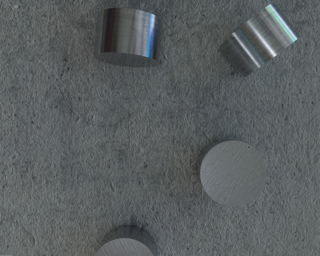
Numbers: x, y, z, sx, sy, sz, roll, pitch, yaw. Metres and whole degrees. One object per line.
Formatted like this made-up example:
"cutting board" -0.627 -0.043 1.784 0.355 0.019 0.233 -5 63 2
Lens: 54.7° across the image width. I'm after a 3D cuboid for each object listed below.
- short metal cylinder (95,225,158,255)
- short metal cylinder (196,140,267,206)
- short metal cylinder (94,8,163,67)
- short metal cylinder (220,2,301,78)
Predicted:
"short metal cylinder" -0.043 0.172 0.397 0.081 0.050 0.080 0 90 0
"short metal cylinder" 0.089 0.055 0.398 0.081 0.050 0.080 0 90 0
"short metal cylinder" -0.039 -0.108 0.382 0.080 0.080 0.050 5 90 0
"short metal cylinder" 0.122 -0.107 0.383 0.080 0.080 0.050 -37 90 0
